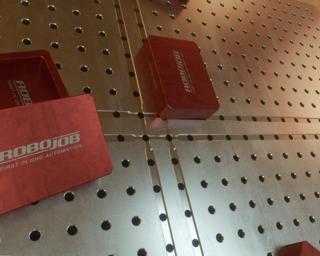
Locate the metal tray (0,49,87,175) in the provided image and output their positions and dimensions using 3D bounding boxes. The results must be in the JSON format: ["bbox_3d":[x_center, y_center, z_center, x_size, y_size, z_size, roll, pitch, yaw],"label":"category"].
[{"bbox_3d":[-0.147,-0.023,0.340,0.091,0.030,0.130,-17,71,-35],"label":"metal tray"}]

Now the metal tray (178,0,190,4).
[{"bbox_3d":[0.007,-0.304,0.596,0.131,0.030,0.090,22,53,-16],"label":"metal tray"}]

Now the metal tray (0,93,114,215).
[{"bbox_3d":[-0.120,0.022,0.307,0.131,0.030,0.089,-17,94,-35],"label":"metal tray"}]

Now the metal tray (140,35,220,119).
[{"bbox_3d":[0.029,-0.077,0.469,0.091,0.030,0.130,-1,62,-29],"label":"metal tray"}]

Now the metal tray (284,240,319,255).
[{"bbox_3d":[0.209,0.218,0.387,0.130,0.030,0.090,39,51,-2],"label":"metal tray"}]
